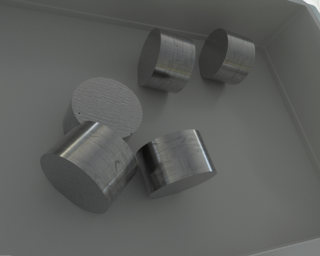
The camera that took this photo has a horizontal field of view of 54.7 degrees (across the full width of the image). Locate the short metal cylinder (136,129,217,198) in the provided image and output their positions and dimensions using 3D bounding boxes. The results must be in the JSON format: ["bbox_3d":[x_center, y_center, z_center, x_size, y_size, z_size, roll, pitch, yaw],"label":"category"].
[{"bbox_3d":[0.018,0.042,0.356,0.081,0.080,0.050,-7,66,-32],"label":"short metal cylinder"}]

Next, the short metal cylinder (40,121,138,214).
[{"bbox_3d":[-0.070,0.039,0.310,0.080,0.080,0.050,40,51,-2],"label":"short metal cylinder"}]

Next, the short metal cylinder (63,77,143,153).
[{"bbox_3d":[-0.067,-0.012,0.362,0.081,0.050,0.080,14,56,-21],"label":"short metal cylinder"}]

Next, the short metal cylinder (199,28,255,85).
[{"bbox_3d":[0.106,-0.114,0.499,0.050,0.080,0.080,10,57,-23],"label":"short metal cylinder"}]

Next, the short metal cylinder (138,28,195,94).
[{"bbox_3d":[0.007,-0.093,0.432,0.050,0.080,0.080,11,57,-23],"label":"short metal cylinder"}]
